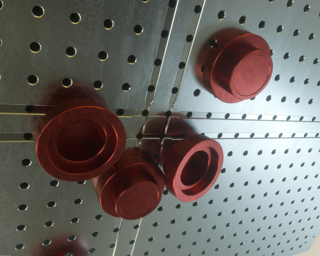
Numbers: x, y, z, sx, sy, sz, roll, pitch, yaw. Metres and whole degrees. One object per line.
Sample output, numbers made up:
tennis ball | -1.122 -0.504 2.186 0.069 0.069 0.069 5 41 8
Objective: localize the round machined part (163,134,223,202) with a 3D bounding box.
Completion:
round machined part | 0.044 0.054 0.450 0.099 0.042 0.097 -19 122 -34

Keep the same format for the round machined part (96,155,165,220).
round machined part | -0.036 0.091 0.438 0.099 0.042 0.097 -14 125 -21

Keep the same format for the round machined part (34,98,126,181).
round machined part | -0.093 0.010 0.357 0.099 0.042 0.097 -14 124 -21

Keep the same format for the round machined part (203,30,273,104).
round machined part | 0.110 -0.077 0.415 0.099 0.042 0.097 -14 125 -21
